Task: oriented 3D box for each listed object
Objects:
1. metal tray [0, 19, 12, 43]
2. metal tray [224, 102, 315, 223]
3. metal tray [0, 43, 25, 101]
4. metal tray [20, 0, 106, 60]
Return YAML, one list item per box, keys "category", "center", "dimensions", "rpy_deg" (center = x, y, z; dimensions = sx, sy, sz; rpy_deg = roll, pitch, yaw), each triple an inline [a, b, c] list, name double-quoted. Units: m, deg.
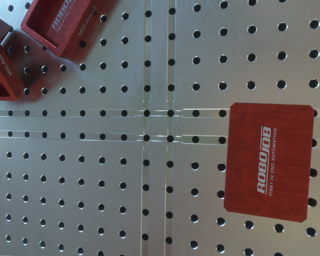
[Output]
- category: "metal tray"
  center: [-0.289, -0.108, 0.482]
  dimensions: [0.030, 0.090, 0.130]
  rpy_deg: [36, 106, -27]
- category: "metal tray"
  center: [0.126, 0.037, 0.365]
  dimensions: [0.090, 0.030, 0.129]
  rpy_deg: [4, 91, 20]
- category: "metal tray"
  center: [-0.268, -0.094, 0.448]
  dimensions: [0.090, 0.129, 0.030]
  rpy_deg: [2, 52, 7]
- category: "metal tray"
  center: [-0.140, -0.180, 0.459]
  dimensions: [0.090, 0.030, 0.130]
  rpy_deg: [37, 102, 16]
